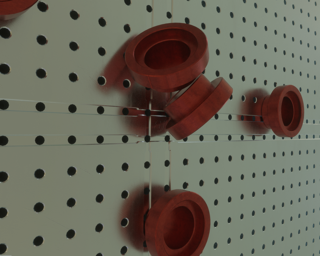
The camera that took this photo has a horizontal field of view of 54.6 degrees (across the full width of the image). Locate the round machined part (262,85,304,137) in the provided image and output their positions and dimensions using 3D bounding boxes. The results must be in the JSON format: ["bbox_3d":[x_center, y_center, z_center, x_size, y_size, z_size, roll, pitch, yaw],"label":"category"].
[{"bbox_3d":[0.231,-0.031,0.589,0.099,0.042,0.097,0,90,-40],"label":"round machined part"}]

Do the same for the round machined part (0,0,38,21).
[{"bbox_3d":[-0.154,-0.142,0.268,0.099,0.042,0.097,0,90,-40],"label":"round machined part"}]

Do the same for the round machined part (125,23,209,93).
[{"bbox_3d":[0.010,-0.081,0.377,0.098,0.098,0.042,-54,148,-26],"label":"round machined part"}]

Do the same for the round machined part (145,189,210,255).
[{"bbox_3d":[0.019,0.130,0.413,0.099,0.042,0.097,0,90,-40],"label":"round machined part"}]

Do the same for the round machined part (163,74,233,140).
[{"bbox_3d":[0.042,-0.033,0.400,0.042,0.098,0.098,46,61,-7],"label":"round machined part"}]
